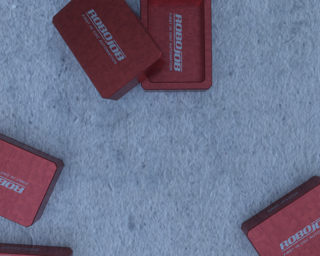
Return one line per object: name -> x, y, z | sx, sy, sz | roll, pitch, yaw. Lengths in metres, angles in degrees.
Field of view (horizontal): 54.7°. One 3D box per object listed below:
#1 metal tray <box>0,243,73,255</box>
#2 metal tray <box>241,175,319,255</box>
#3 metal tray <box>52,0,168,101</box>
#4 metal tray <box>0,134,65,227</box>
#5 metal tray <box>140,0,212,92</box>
metal tray -> -0.186, 0.202, 0.405 | 0.131, 0.030, 0.089 | 4, 90, -1
metal tray -> 0.187, 0.135, 0.410 | 0.130, 0.030, 0.090 | -33, 90, -1
metal tray -> -0.064, -0.111, 0.386 | 0.090, 0.030, 0.130 | -36, 81, 13
metal tray -> -0.206, 0.061, 0.405 | 0.131, 0.030, 0.090 | 24, 90, -1
metal tray -> 0.021, -0.113, 0.407 | 0.091, 0.030, 0.129 | -1, 90, -1
